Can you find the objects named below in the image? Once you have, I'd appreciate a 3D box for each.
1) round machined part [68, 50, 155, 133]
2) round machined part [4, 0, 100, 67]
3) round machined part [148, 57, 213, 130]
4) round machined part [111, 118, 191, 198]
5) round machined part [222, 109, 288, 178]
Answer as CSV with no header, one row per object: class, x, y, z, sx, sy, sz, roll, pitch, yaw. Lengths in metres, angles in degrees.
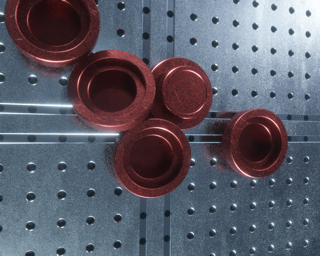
round machined part,-0.056,-0.040,0.370,0.099,0.042,0.098,2,70,-5
round machined part,-0.120,-0.117,0.355,0.099,0.042,0.098,2,84,-15
round machined part,0.027,-0.046,0.413,0.099,0.042,0.097,0,90,-20
round machined part,-0.013,0.036,0.396,0.099,0.042,0.097,-2,95,-19
round machined part,0.133,0.021,0.452,0.099,0.042,0.097,0,90,-20
